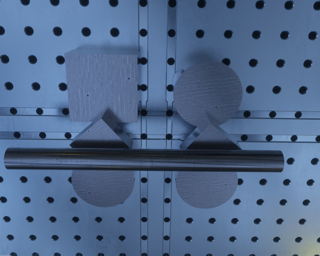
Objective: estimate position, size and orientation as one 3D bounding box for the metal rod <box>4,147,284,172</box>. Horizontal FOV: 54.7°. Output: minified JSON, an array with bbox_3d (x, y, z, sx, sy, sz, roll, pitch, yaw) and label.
[{"bbox_3d":[-0.016,0.036,0.346,0.302,0.025,0.025,1,110,-1],"label":"metal rod"}]

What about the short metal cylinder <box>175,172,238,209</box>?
[{"bbox_3d":[0.061,0.062,0.423,0.081,0.050,0.079,0,110,0],"label":"short metal cylinder"}]

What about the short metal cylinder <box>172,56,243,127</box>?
[{"bbox_3d":[0.056,-0.046,0.383,0.081,0.050,0.079,0,110,0],"label":"short metal cylinder"}]

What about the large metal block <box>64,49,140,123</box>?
[{"bbox_3d":[-0.066,-0.053,0.379,0.081,0.050,0.079,1,110,-1],"label":"large metal block"}]

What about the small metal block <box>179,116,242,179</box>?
[{"bbox_3d":[0.059,0.023,0.369,0.050,0.025,0.050,39,105,-13],"label":"small metal block"}]

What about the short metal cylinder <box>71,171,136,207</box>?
[{"bbox_3d":[-0.073,0.059,0.420,0.081,0.050,0.079,0,110,0],"label":"short metal cylinder"}]

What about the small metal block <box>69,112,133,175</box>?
[{"bbox_3d":[-0.068,0.018,0.366,0.050,0.025,0.050,-38,106,13],"label":"small metal block"}]
